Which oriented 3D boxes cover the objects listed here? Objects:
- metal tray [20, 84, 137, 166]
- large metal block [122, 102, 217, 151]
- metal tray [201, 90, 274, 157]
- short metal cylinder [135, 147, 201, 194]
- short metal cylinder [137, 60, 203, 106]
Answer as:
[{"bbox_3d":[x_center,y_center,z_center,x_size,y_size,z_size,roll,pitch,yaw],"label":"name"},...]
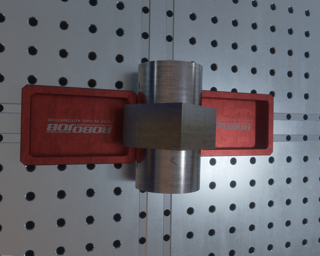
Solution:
[{"bbox_3d":[-0.095,-0.002,0.374,0.131,0.030,0.089,1,90,-20],"label":"metal tray"},{"bbox_3d":[0.013,-0.001,0.373,0.080,0.080,0.050,3,88,-54],"label":"large metal block"},{"bbox_3d":[0.101,-0.006,0.447,0.131,0.030,0.089,1,90,-20],"label":"metal tray"},{"bbox_3d":[0.010,0.049,0.387,0.081,0.080,0.050,2,90,-20],"label":"short metal cylinder"},{"bbox_3d":[0.012,-0.051,0.387,0.081,0.080,0.050,1,90,-20],"label":"short metal cylinder"}]
